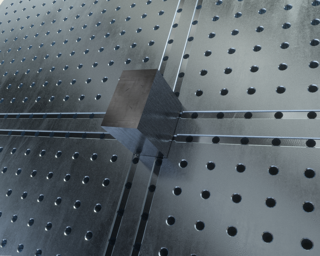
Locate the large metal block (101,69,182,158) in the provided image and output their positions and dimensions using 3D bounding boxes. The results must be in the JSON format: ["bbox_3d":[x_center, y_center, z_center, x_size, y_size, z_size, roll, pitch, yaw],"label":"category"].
[{"bbox_3d":[-0.019,-0.017,0.391,0.050,0.080,0.080,4,64,29],"label":"large metal block"}]
